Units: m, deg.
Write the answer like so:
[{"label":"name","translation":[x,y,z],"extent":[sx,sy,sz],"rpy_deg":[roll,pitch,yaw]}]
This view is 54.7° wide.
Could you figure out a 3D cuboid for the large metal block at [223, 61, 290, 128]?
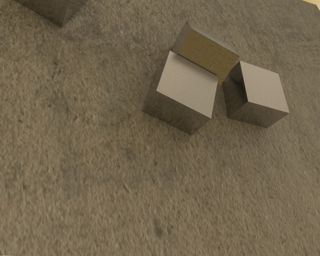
[{"label":"large metal block","translation":[0.154,-0.054,0.506],"extent":[0.081,0.050,0.080],"rpy_deg":[12,57,-22]}]

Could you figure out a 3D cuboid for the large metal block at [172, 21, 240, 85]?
[{"label":"large metal block","translation":[0.067,-0.118,0.477],"extent":[0.080,0.050,0.080],"rpy_deg":[26,24,-13]}]

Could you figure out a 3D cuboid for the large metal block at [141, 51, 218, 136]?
[{"label":"large metal block","translation":[0.030,-0.048,0.435],"extent":[0.080,0.050,0.080],"rpy_deg":[26,53,-13]}]

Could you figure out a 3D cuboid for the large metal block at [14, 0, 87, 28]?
[{"label":"large metal block","translation":[-0.149,-0.199,0.430],"extent":[0.080,0.050,0.080],"rpy_deg":[30,52,-10]}]
